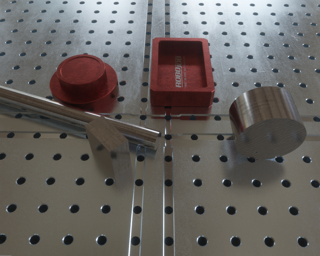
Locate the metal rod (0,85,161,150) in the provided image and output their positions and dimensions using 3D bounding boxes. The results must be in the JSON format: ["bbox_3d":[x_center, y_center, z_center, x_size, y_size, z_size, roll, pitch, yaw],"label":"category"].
[{"bbox_3d":[-0.144,-0.024,0.425,0.301,0.025,0.025,16,52,12],"label":"metal rod"}]

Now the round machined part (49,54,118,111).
[{"bbox_3d":[-0.112,-0.071,0.455,0.099,0.042,0.098,0,50,0],"label":"round machined part"}]

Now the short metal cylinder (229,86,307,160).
[{"bbox_3d":[0.128,-0.004,0.377,0.081,0.080,0.050,0,50,-1],"label":"short metal cylinder"}]

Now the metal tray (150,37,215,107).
[{"bbox_3d":[0.032,-0.090,0.480,0.091,0.030,0.130,1,50,0],"label":"metal tray"}]

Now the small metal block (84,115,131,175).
[{"bbox_3d":[-0.062,0.021,0.373,0.025,0.050,0.050,-34,58,-25],"label":"small metal block"}]
